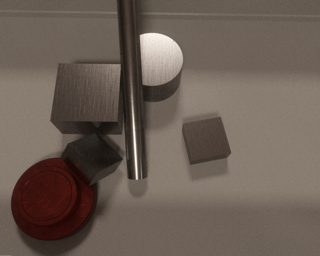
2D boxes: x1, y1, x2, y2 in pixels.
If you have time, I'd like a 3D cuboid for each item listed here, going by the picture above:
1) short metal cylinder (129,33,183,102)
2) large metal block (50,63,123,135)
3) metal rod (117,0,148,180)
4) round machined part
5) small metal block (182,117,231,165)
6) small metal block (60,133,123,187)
[{"bbox_3d":[-0.010,-0.082,0.426,0.081,0.050,0.080,0,70,0],"label":"short metal cylinder"},{"bbox_3d":[-0.091,-0.037,0.409,0.081,0.050,0.080,1,70,0],"label":"large metal block"},{"bbox_3d":[-0.036,-0.086,0.374,0.025,0.025,0.298,-3,96,-2],"label":"metal rod"},{"bbox_3d":[-0.128,0.082,0.369,0.099,0.042,0.098,0,70,-1],"label":"round machined part"},{"bbox_3d":[0.059,0.017,0.404,0.050,0.025,0.050,-10,70,-4],"label":"small metal block"},{"bbox_3d":[-0.083,0.037,0.380,0.050,0.025,0.050,43,31,14],"label":"small metal block"}]
